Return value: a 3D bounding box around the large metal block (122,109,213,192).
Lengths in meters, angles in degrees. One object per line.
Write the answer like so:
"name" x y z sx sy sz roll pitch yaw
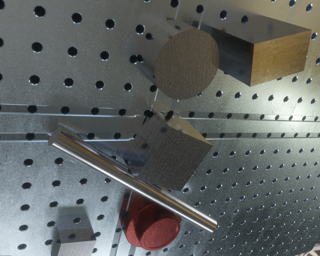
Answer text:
"large metal block" 0.010 0.032 0.420 0.080 0.050 0.080 24 106 -37

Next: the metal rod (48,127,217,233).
"metal rod" -0.018 0.085 0.432 0.301 0.025 0.025 37 98 -32

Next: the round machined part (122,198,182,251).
"round machined part" -0.007 0.155 0.492 0.099 0.042 0.097 -14 124 -21

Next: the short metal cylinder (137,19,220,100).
"short metal cylinder" 0.021 -0.079 0.357 0.081 0.050 0.079 -14 124 -21

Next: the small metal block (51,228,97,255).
"small metal block" -0.126 0.175 0.451 0.050 0.025 0.050 7 115 -32

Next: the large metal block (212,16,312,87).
"large metal block" 0.120 -0.098 0.381 0.081 0.080 0.050 -18 126 -18
